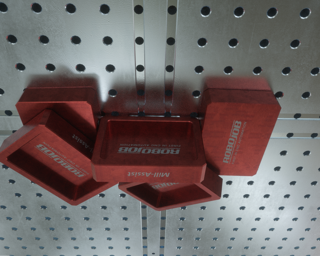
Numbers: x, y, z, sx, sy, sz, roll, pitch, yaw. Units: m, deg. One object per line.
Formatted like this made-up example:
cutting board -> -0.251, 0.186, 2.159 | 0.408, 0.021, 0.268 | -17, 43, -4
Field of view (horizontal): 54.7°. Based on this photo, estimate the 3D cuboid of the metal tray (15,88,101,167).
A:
metal tray -> -0.125, 0.009, 0.414 | 0.091, 0.030, 0.129 | -1, 131, 0

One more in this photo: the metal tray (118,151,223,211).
metal tray -> 0.013, 0.082, 0.454 | 0.130, 0.030, 0.090 | -24, 129, 40

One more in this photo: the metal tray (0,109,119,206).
metal tray -> -0.127, 0.044, 0.403 | 0.090, 0.030, 0.130 | -31, 125, 23

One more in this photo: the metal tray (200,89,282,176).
metal tray -> 0.097, 0.011, 0.418 | 0.091, 0.030, 0.129 | 2, 130, -3

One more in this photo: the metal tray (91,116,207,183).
metal tray -> -0.013, 0.024, 0.388 | 0.131, 0.090, 0.030 | 1, 130, -2
